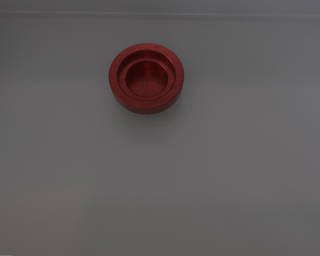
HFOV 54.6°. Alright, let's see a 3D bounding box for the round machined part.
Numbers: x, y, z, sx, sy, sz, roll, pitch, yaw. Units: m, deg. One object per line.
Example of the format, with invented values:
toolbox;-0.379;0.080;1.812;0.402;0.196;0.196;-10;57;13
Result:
round machined part;-0.018;-0.063;0.424;0.099;0.042;0.098;0;70;0
